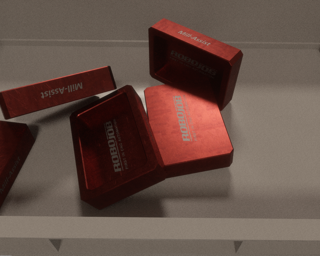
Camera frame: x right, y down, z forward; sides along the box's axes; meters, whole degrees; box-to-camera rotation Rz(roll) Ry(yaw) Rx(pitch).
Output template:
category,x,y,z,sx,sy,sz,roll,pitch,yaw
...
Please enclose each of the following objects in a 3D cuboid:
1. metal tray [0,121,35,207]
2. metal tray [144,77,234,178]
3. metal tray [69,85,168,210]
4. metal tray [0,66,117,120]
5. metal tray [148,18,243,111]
category,x,y,z,sx,sy,sz,roll,pitch,yaw
metal tray,-0.217,0.048,0.359,0.091,0.030,0.130,7,50,5
metal tray,0.032,-0.005,0.398,0.091,0.030,0.130,-11,51,0
metal tray,-0.054,0.018,0.365,0.090,0.030,0.130,-26,52,7
metal tray,-0.131,-0.044,0.392,0.131,0.030,0.090,-20,10,-26
metal tray,0.044,-0.089,0.438,0.130,0.089,0.030,30,56,22
